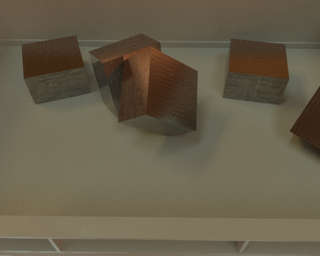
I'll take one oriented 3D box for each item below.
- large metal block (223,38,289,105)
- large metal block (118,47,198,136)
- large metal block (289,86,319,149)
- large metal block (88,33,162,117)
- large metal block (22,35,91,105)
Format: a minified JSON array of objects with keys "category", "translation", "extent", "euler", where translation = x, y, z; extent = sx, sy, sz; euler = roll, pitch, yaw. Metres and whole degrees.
[{"category":"large metal block","translation":[0.140,-0.085,0.461],"extent":[0.080,0.050,0.080],"euler":[8,51,7]},{"category":"large metal block","translation":[0.000,-0.040,0.379],"extent":[0.080,0.050,0.080],"euler":[17,70,-41]},{"category":"large metal block","translation":[0.219,-0.010,0.370],"extent":[0.080,0.080,0.050],"euler":[36,22,26]},{"category":"large metal block","translation":[-0.041,-0.073,0.424],"extent":[0.081,0.080,0.050],"euler":[-26,39,-20]},{"category":"large metal block","translation":[-0.154,-0.088,0.462],"extent":[0.081,0.050,0.080],"euler":[-14,52,-12]}]
